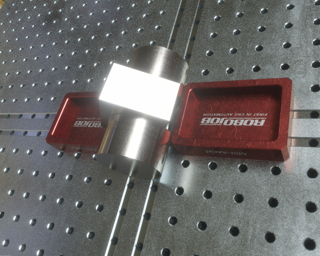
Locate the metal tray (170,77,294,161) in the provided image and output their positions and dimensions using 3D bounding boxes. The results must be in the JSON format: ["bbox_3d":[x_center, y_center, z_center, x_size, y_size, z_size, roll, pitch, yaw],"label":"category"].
[{"bbox_3d":[0.085,-0.012,0.367,0.130,0.030,0.090,1,62,28],"label":"metal tray"}]

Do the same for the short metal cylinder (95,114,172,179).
[{"bbox_3d":[-0.031,0.024,0.374,0.080,0.080,0.050,2,63,29],"label":"short metal cylinder"}]

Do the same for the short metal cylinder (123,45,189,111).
[{"bbox_3d":[-0.006,-0.064,0.415,0.080,0.080,0.050,1,63,29],"label":"short metal cylinder"}]

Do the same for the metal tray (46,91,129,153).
[{"bbox_3d":[-0.099,-0.010,0.463,0.130,0.030,0.090,1,62,28],"label":"metal tray"}]

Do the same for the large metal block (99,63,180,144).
[{"bbox_3d":[-0.027,-0.027,0.385,0.080,0.080,0.050,17,66,-2],"label":"large metal block"}]
